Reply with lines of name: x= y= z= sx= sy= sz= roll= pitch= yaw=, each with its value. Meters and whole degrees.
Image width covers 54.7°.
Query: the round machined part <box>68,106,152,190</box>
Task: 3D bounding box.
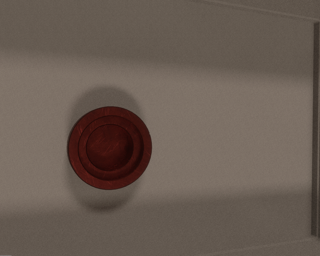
round machined part: x=-0.063 y=0.023 z=0.379 sx=0.099 sy=0.042 sz=0.097 roll=0 pitch=90 yaw=-21
